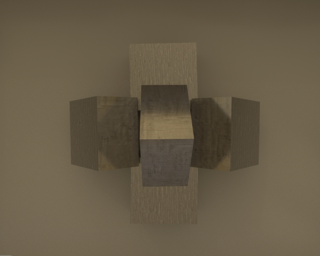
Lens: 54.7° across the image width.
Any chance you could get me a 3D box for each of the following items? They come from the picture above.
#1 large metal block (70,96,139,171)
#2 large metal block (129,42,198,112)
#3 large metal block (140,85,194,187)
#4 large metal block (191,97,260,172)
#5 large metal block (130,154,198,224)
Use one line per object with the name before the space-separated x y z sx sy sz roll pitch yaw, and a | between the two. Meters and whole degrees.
large metal block | -0.069 0.005 0.374 0.050 0.080 0.080 -2 91 -36
large metal block | 0.004 -0.062 0.395 0.081 0.050 0.080 -1 90 0
large metal block | 0.005 0.009 0.343 0.050 0.080 0.080 -1 46 -1
large metal block | 0.081 0.006 0.376 0.050 0.081 0.080 2 91 39
large metal block | 0.005 0.076 0.398 0.081 0.050 0.080 1 90 0
